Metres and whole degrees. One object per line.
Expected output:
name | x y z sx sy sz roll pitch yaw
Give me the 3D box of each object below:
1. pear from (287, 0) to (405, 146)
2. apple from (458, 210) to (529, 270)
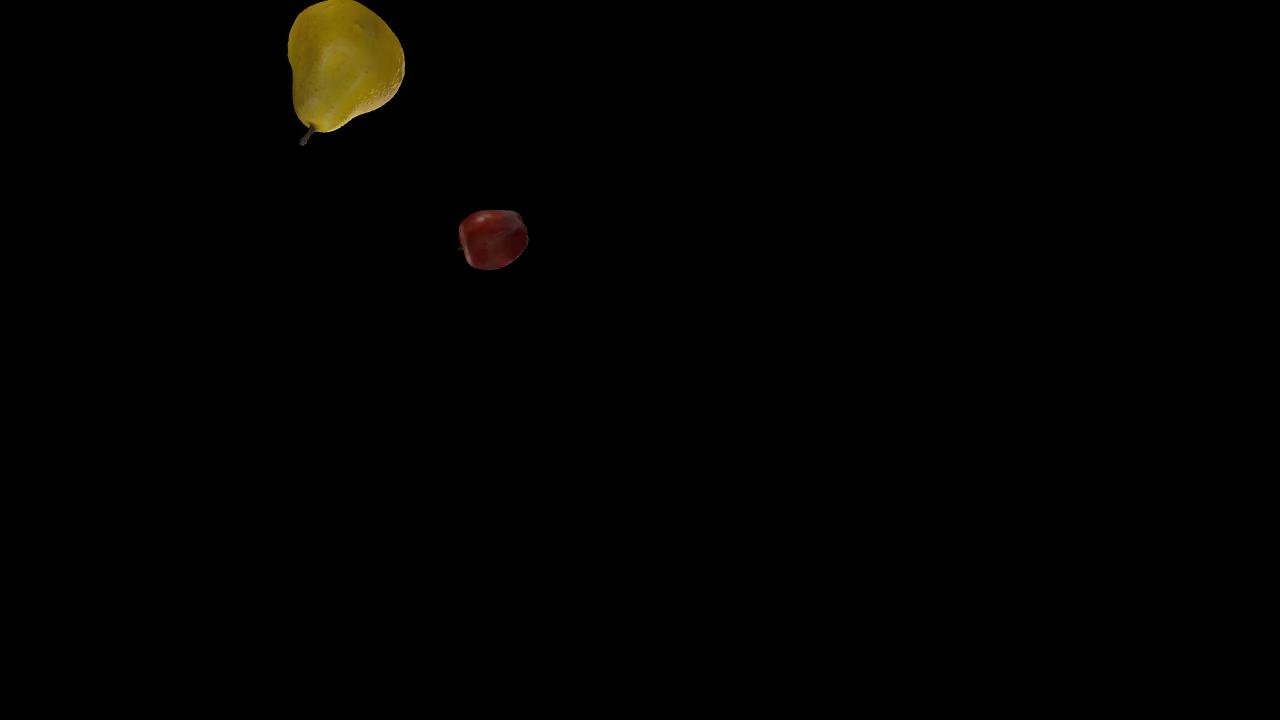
pear | -0.221 -0.199 0.446 0.080 0.111 0.080 23 -9 4
apple | -0.196 -0.159 0.814 0.093 0.079 0.079 -20 5 -15
